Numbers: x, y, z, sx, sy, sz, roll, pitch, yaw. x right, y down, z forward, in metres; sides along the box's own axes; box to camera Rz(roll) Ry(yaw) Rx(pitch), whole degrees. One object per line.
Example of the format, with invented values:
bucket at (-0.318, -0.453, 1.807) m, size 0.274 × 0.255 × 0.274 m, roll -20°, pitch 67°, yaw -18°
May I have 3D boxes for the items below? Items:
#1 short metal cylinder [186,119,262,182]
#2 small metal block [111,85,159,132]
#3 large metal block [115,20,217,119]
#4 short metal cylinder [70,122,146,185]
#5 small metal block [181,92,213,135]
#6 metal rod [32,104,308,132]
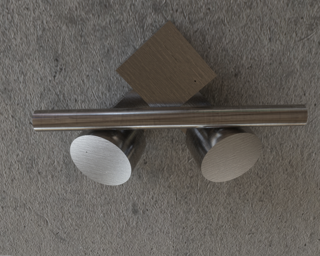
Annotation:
short metal cylinder at (0.079, 0.022, 0.392) m, size 0.081 × 0.050 × 0.079 m, roll -12°, pitch 130°, yaw -14°
small metal block at (-0.030, -0.023, 0.402) m, size 0.050 × 0.025 × 0.050 m, roll -42°, pitch 105°, yaw 12°
large metal block at (0.007, -0.070, 0.370) m, size 0.080 × 0.050 × 0.080 m, roll -40°, pitch 106°, yaw 13°
short metal cylinder at (-0.064, 0.026, 0.391) m, size 0.080 × 0.050 × 0.079 m, roll 11°, pitch 129°, yaw 14°
small metal block at (0.042, -0.021, 0.403) m, size 0.050 × 0.025 × 0.050 m, roll -41°, pitch 105°, yaw 13°
metal rod at (0.011, -0.011, 0.352) m, size 0.302 × 0.025 × 0.025 m, roll -1°, pitch 110°, yaw 0°
